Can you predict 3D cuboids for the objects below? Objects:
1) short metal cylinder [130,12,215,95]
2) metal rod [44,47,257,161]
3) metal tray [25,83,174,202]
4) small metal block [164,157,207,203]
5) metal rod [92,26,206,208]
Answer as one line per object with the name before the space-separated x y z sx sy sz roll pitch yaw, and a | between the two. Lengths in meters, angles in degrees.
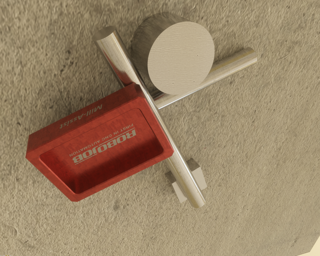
short metal cylinder | 0.013 -0.084 0.348 0.081 0.050 0.079 -14 125 -21
metal rod | -0.009 -0.032 0.385 0.302 0.025 0.025 -26 128 -12
metal tray | -0.061 0.019 0.335 0.130 0.030 0.090 -26 129 3
small metal block | 0.041 0.082 0.483 0.050 0.025 0.050 -30 129 -10
metal rod | 0.003 0.012 0.387 0.025 0.025 0.299 -34 129 -6
